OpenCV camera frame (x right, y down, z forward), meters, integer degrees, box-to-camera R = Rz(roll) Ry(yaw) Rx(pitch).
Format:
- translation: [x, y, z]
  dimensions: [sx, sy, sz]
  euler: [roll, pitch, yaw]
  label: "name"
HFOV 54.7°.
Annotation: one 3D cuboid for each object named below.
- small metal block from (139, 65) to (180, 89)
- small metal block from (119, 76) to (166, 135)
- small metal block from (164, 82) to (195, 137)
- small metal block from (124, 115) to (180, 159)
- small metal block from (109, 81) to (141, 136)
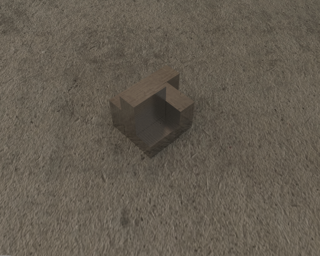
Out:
- translation: [0.000, -0.052, 0.432]
  dimensions: [0.050, 0.050, 0.025]
  euler: [-36, 59, -27]
  label: "small metal block"
- translation: [-0.020, -0.027, 0.378]
  dimensions: [0.050, 0.050, 0.025]
  euler: [-36, 59, -27]
  label: "small metal block"
- translation: [0.017, -0.024, 0.408]
  dimensions: [0.025, 0.050, 0.050]
  euler: [-36, 59, -26]
  label: "small metal block"
- translation: [-0.010, 0.004, 0.401]
  dimensions: [0.050, 0.025, 0.050]
  euler: [-35, 59, -26]
  label: "small metal block"
- translation: [-0.037, -0.025, 0.409]
  dimensions: [0.050, 0.050, 0.025]
  euler: [-36, 59, -27]
  label: "small metal block"
